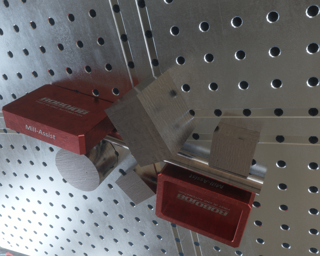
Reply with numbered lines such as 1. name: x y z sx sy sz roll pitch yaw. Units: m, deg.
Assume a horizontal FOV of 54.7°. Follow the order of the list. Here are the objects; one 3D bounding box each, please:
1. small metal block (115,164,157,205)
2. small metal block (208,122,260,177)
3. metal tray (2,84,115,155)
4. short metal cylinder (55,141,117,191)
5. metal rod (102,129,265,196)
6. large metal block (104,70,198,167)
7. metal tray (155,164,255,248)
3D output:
1. small metal block: -0.033 0.086 0.483 0.050 0.025 0.050 48 129 -6
2. small metal block: 0.090 0.026 0.380 0.050 0.025 0.050 16 125 19
3. metal tray: -0.134 -0.017 0.428 0.130 0.090 0.030 17 125 18
4. short metal cylinder: -0.115 0.052 0.487 0.080 0.050 0.079 13 124 21
5. metal rod: -0.009 0.029 0.434 0.301 0.025 0.025 18 126 17
6. large metal block: -0.007 -0.013 0.373 0.050 0.080 0.080 -20 108 36
7. metal tray: 0.060 0.109 0.443 0.130 0.030 0.089 17 126 18
